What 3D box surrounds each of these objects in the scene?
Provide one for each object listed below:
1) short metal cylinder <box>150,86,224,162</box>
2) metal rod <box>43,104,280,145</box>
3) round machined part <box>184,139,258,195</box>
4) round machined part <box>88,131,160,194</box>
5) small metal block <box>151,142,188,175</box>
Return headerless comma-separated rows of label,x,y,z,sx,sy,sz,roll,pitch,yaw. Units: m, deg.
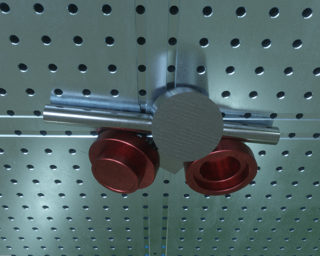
short metal cylinder,0.029,-0.006,0.366,0.081,0.050,0.079,-1,105,-3
metal rod,0.006,-0.004,0.404,0.302,0.025,0.025,5,130,-5
round machined part,0.083,0.049,0.436,0.099,0.042,0.097,-2,133,-2
round machined part,-0.053,0.052,0.423,0.098,0.042,0.097,12,133,13
small metal block,0.016,0.033,0.435,0.050,0.025,0.050,29,124,-23
